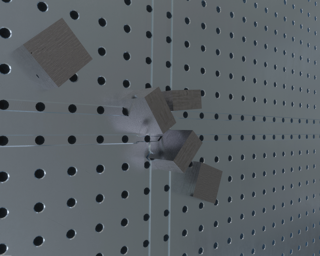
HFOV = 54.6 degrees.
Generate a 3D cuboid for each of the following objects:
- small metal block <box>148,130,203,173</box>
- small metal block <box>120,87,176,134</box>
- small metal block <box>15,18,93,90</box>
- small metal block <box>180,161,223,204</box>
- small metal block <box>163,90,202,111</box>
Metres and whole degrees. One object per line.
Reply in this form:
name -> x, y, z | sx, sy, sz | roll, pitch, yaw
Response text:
small metal block -> 0.020, 0.029, 0.408 | 0.025, 0.050, 0.050 | 50, 61, -29
small metal block -> -0.015, -0.021, 0.379 | 0.025, 0.050, 0.050 | -41, 115, -32
small metal block -> -0.107, -0.075, 0.318 | 0.050, 0.025, 0.050 | -50, 119, -28
small metal block -> 0.063, 0.081, 0.461 | 0.050, 0.025, 0.050 | 26, 74, -37
small metal block -> 0.019, -0.035, 0.407 | 0.050, 0.050, 0.025 | -7, 95, -40
